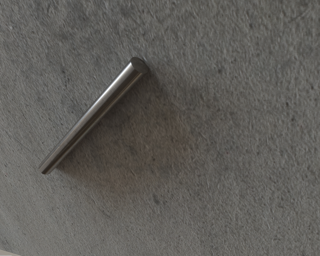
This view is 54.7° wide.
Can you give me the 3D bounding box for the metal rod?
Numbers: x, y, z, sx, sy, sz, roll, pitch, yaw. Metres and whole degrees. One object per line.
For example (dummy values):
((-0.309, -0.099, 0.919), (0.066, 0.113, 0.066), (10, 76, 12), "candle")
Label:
((-0.115, -0.001, 0.464), (0.025, 0.025, 0.299), (47, 129, -5), "metal rod")
